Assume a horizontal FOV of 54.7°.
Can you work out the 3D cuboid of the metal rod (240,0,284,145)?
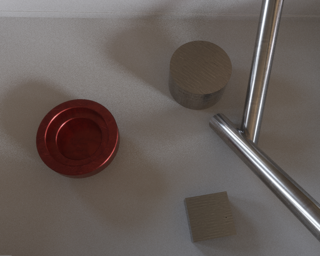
[{"bbox_3d":[0.132,-0.119,0.379,0.025,0.025,0.298,8,100,2],"label":"metal rod"}]

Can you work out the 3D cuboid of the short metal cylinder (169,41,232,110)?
[{"bbox_3d":[0.053,-0.071,0.423,0.081,0.050,0.080,0,70,0],"label":"short metal cylinder"}]

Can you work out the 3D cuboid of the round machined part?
[{"bbox_3d":[-0.100,0.016,0.394,0.099,0.042,0.098,0,70,-1],"label":"round machined part"}]

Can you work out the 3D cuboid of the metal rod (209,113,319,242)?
[{"bbox_3d":[0.137,0.073,0.307,0.025,0.025,0.300,-26,42,-9],"label":"metal rod"}]

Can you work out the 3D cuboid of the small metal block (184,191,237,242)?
[{"bbox_3d":[0.059,0.107,0.371,0.050,0.025,0.050,-9,70,-4],"label":"small metal block"}]
